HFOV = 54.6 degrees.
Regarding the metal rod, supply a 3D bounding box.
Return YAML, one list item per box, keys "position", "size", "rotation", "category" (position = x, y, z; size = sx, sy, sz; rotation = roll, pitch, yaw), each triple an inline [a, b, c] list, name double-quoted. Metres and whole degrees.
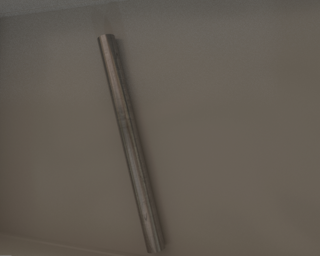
- position: [-0.040, 0.017, 0.425]
  size: [0.025, 0.025, 0.299]
  rotation: [-16, 85, 19]
  category: "metal rod"
